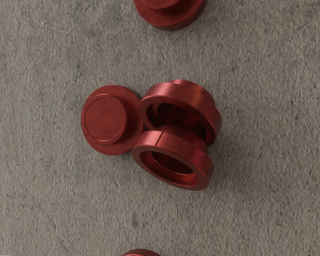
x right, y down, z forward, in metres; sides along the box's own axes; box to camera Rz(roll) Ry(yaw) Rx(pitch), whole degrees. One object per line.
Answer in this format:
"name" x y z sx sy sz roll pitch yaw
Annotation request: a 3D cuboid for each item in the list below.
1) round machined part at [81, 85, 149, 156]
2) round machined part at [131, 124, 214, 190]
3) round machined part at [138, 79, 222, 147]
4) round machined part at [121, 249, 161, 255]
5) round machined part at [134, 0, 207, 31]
"round machined part" -0.067 -0.011 0.424 0.098 0.042 0.097 0 90 20
"round machined part" 0.019 0.032 0.374 0.098 0.098 0.042 18 61 19
"round machined part" 0.027 -0.020 0.371 0.098 0.098 0.042 17 59 19
"round machined part" -0.020 0.207 0.407 0.098 0.042 0.097 0 90 20
"round machined part" 0.010 -0.179 0.396 0.098 0.042 0.097 0 90 20
